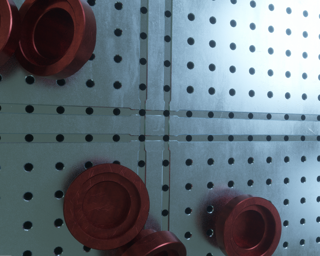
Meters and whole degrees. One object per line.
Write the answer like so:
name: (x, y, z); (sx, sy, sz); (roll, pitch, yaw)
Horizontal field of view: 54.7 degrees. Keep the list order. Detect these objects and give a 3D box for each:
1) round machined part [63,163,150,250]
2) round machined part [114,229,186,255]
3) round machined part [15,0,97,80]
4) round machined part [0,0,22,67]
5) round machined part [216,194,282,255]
round machined part: (-0.065, 0.092, 0.375); (0.099, 0.042, 0.097); (2, 81, -16)
round machined part: (-0.018, 0.166, 0.383); (0.099, 0.042, 0.097); (-20, 128, -28)
round machined part: (-0.111, -0.102, 0.345); (0.098, 0.042, 0.097); (-1, 87, 23)
round machined part: (-0.192, -0.103, 0.321); (0.099, 0.042, 0.097); (0, 88, 2)
round machined part: (0.124, 0.145, 0.451); (0.099, 0.042, 0.097); (0, 90, -21)
